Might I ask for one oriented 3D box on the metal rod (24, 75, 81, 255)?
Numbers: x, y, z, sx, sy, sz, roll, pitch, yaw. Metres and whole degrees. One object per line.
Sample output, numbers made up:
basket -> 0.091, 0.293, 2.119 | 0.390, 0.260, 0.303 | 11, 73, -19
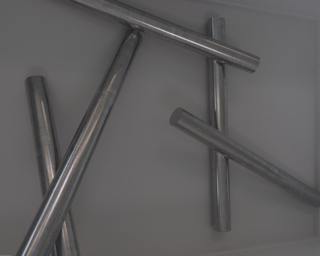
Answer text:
metal rod -> -0.100, 0.077, 0.303 | 0.025, 0.025, 0.299 | -10, 66, -20

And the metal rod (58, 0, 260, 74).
metal rod -> -0.011, -0.130, 0.390 | 0.302, 0.025, 0.025 | 17, 84, -13

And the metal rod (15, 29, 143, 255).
metal rod -> -0.073, 0.004, 0.321 | 0.025, 0.025, 0.300 | 29, 56, -18

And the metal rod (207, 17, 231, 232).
metal rod -> 0.084, -0.004, 0.441 | 0.025, 0.025, 0.298 | -2, 91, -20

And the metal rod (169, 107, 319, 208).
metal rod -> 0.138, 0.052, 0.440 | 0.301, 0.025, 0.025 | 29, 81, -26
